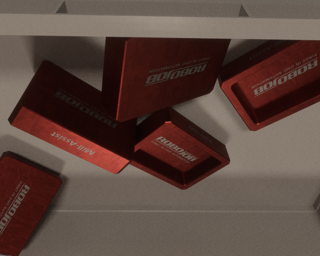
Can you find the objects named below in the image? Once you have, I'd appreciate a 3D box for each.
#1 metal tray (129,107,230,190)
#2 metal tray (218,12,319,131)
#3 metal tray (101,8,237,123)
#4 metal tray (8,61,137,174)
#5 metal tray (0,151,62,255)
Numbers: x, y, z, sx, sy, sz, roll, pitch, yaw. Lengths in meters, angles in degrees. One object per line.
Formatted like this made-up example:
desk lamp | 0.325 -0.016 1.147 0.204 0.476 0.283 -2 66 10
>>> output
metal tray | 0.021 0.033 0.421 0.090 0.030 0.130 -37 130 27
metal tray | 0.144 -0.059 0.357 0.130 0.030 0.090 -28 125 21
metal tray | 0.009 -0.064 0.303 0.131 0.030 0.089 -20 141 -34
metal tray | -0.090 -0.012 0.354 0.131 0.090 0.030 30 124 -24
metal tray | -0.216 0.110 0.447 0.090 0.030 0.130 32 84 -25
